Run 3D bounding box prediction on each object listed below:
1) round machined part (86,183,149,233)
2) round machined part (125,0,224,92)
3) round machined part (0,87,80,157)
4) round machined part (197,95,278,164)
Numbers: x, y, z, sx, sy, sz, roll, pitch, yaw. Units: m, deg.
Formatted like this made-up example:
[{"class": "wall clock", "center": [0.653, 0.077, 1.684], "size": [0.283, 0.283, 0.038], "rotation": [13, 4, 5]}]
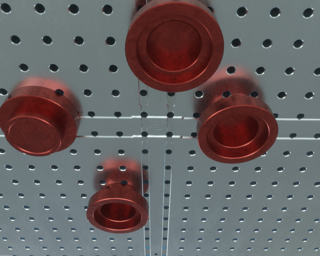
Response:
[{"class": "round machined part", "center": [-0.067, 0.128, 0.509], "size": [0.099, 0.042, 0.097], "rotation": [0, 130, 0]}, {"class": "round machined part", "center": [0.014, -0.089, 0.324], "size": [0.099, 0.042, 0.097], "rotation": [0, 130, 0]}, {"class": "round machined part", "center": [-0.157, -0.001, 0.398], "size": [0.099, 0.042, 0.097], "rotation": [0, 130, 0]}, {"class": "round machined part", "center": [0.096, -0.002, 0.399], "size": [0.099, 0.042, 0.097], "rotation": [0, 130, 0]}]
